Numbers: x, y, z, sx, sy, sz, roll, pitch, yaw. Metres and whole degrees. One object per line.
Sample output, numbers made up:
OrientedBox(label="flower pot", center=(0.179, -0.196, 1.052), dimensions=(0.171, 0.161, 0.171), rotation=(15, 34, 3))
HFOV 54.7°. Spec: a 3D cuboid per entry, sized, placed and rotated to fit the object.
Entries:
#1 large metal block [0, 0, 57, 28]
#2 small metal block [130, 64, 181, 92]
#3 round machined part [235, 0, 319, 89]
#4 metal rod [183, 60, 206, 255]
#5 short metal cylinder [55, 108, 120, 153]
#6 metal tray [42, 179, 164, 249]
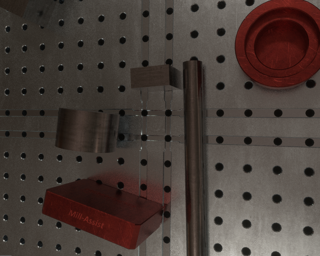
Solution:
OrientedBox(label="large metal block", center=(-0.204, -0.210, 0.469), dimensions=(0.080, 0.050, 0.080), rotation=(29, 99, 17))
OrientedBox(label="small metal block", center=(-0.004, -0.063, 0.400), dimensions=(0.050, 0.050, 0.025), rotation=(-2, 89, 19))
OrientedBox(label="round machined part", center=(0.138, -0.093, 0.355), dimensions=(0.098, 0.042, 0.097), rotation=(0, 90, 19))
OrientedBox(label="metal rod", center=(0.045, 0.065, 0.396), dimensions=(0.025, 0.025, 0.298), rotation=(-1, 90, 19))
OrientedBox(label="short metal cylinder", center=(-0.096, 0.002, 0.416), dimensions=(0.080, 0.080, 0.050), rotation=(8, 93, 19))
OrientedBox(label="metal tray", center=(-0.071, 0.105, 0.401), dimensions=(0.130, 0.090, 0.030), rotation=(15, 95, 19))
